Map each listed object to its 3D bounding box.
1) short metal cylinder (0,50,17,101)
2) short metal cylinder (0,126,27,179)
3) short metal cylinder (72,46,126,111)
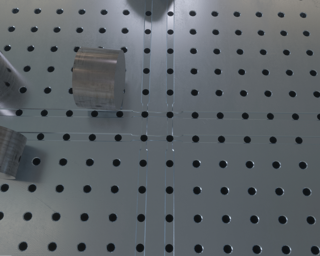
[{"bbox_3d":[-0.248,-0.077,0.425,0.081,0.050,0.080,0,70,0],"label":"short metal cylinder"},{"bbox_3d":[-0.209,0.028,0.371,0.080,0.080,0.050,7,70,2],"label":"short metal cylinder"},{"bbox_3d":[-0.077,-0.064,0.405,0.050,0.080,0.080,5,70,2],"label":"short metal cylinder"}]
